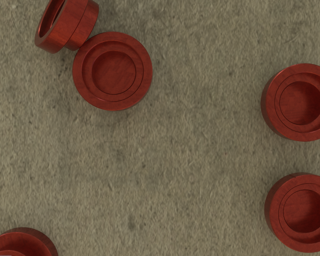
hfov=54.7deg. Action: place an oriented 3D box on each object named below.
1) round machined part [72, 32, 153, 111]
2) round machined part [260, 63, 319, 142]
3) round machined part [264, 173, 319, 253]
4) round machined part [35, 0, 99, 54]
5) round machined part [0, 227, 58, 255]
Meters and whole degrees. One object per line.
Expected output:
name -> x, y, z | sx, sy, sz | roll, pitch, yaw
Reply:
round machined part -> -0.059, -0.070, 0.401 | 0.099, 0.042, 0.097 | 0, 90, -1
round machined part -> 0.180, -0.032, 0.404 | 0.099, 0.042, 0.097 | 0, 90, -1
round machined part -> 0.185, 0.106, 0.404 | 0.099, 0.042, 0.097 | 0, 90, -1
round machined part -> -0.111, -0.135, 0.382 | 0.042, 0.098, 0.098 | 25, 90, -36
round machined part -> -0.186, 0.183, 0.399 | 0.099, 0.042, 0.097 | 0, 90, -1
